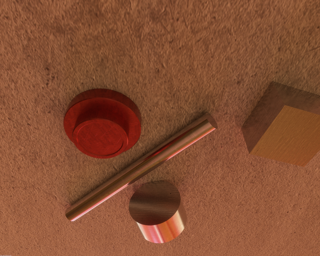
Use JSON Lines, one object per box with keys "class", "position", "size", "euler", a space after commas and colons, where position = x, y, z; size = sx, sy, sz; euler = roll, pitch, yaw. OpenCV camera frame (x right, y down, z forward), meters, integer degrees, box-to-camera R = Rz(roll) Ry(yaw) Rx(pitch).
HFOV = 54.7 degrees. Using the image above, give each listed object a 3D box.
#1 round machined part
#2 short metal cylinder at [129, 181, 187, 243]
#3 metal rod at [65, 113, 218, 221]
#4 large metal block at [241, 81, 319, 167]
{"class": "round machined part", "position": [-0.074, 0.002, 0.396], "size": [0.099, 0.042, 0.097], "euler": [-1, 130, 0]}
{"class": "short metal cylinder", "position": [-0.002, 0.129, 0.481], "size": [0.080, 0.080, 0.050], "euler": [-11, 129, 8]}
{"class": "metal rod", "position": [-0.042, 0.069, 0.465], "size": [0.299, 0.025, 0.025], "euler": [-36, 122, 26]}
{"class": "large metal block", "position": [0.162, -0.003, 0.391], "size": [0.081, 0.050, 0.079], "euler": [14, 129, -12]}
